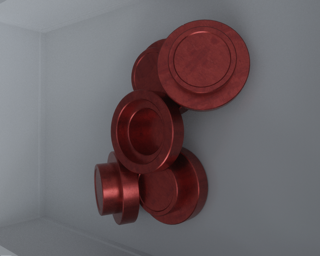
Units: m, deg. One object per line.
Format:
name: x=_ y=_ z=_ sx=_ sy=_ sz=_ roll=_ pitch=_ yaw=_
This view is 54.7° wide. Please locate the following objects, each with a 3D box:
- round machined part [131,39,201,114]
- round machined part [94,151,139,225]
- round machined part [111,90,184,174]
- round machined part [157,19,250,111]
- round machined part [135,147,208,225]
round machined part: x=0.002 y=-0.064 z=0.390 sx=0.098 sy=0.042 sz=0.097 roll=0 pitch=90 yaw=39
round machined part: x=-0.062 y=0.080 z=0.415 sx=0.098 sy=0.042 sz=0.097 roll=177 pitch=90 yaw=-69
round machined part: x=-0.011 y=0.004 z=0.372 sx=0.098 sy=0.042 sz=0.097 roll=0 pitch=90 yaw=39
round machined part: x=0.045 y=-0.068 z=0.328 sx=0.098 sy=0.042 sz=0.097 roll=0 pitch=87 yaw=9
round machined part: x=0.007 y=0.072 z=0.386 sx=0.098 sy=0.042 sz=0.097 roll=0 pitch=90 yaw=39
